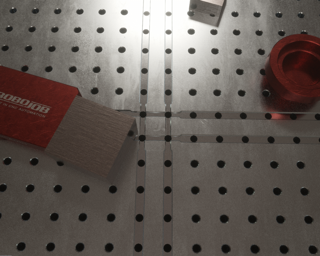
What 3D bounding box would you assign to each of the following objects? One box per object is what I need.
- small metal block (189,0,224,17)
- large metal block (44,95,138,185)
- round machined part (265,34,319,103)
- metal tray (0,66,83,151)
[{"bbox_3d":[0.078,-0.210,0.489,0.050,0.025,0.050,18,71,6],"label":"small metal block"},{"bbox_3d":[-0.083,0.016,0.392,0.080,0.050,0.080,22,71,7],"label":"large metal block"},{"bbox_3d":[0.196,-0.079,0.434,0.099,0.042,0.098,0,70,-1],"label":"round machined part"},{"bbox_3d":[-0.181,-0.026,0.416,0.131,0.030,0.090,17,71,5],"label":"metal tray"}]
